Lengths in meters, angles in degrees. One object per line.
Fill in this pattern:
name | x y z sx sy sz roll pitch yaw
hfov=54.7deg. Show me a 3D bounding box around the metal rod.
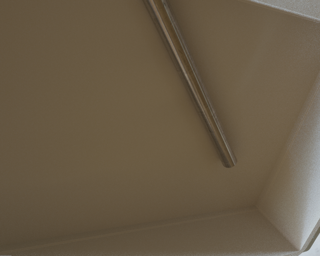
metal rod | 0.053 -0.043 0.412 0.025 0.025 0.299 -36 130 -5
